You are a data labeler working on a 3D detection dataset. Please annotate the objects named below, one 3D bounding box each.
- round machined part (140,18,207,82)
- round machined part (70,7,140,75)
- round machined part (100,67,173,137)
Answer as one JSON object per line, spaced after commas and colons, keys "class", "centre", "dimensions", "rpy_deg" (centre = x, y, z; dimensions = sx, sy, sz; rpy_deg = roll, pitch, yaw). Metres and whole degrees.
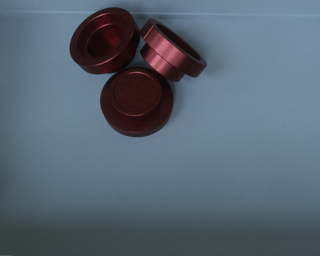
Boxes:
{"class": "round machined part", "centre": [0.012, -0.099, 0.417], "dimensions": [0.098, 0.098, 0.042], "rpy_deg": [47, 113, 15]}
{"class": "round machined part", "centre": [-0.072, -0.115, 0.431], "dimensions": [0.098, 0.042, 0.098], "rpy_deg": [-9, 63, 19]}
{"class": "round machined part", "centre": [-0.031, -0.040, 0.415], "dimensions": [0.099, 0.042, 0.098], "rpy_deg": [0, 70, 0]}
